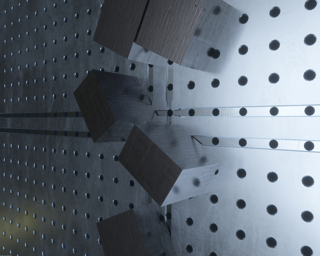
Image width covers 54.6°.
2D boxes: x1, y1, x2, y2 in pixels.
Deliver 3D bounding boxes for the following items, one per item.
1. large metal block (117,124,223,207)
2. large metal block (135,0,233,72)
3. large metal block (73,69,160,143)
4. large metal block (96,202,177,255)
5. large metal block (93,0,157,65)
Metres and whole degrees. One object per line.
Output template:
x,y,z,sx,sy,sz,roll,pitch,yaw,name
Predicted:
0.012,0.039,0.365,0.080,0.081,0.050,42,116,32,large metal block
0.027,-0.123,0.372,0.080,0.050,0.080,34,111,35,large metal block
-0.059,-0.028,0.423,0.050,0.081,0.080,-41,65,32,large metal block
-0.033,0.154,0.422,0.080,0.050,0.080,-31,71,36,large metal block
-0.038,-0.142,0.426,0.080,0.050,0.080,34,111,35,large metal block
